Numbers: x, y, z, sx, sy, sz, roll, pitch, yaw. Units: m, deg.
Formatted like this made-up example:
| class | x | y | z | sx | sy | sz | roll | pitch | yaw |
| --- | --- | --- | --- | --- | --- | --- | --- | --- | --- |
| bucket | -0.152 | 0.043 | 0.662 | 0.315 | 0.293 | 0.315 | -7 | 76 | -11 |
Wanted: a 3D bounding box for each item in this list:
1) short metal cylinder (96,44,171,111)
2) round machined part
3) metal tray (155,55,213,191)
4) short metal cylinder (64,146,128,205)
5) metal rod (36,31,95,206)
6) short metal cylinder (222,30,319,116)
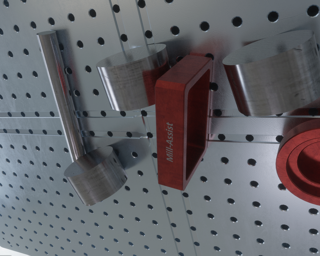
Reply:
| class | x | y | z | sx | sy | sz | roll | pitch | yaw |
| --- | --- | --- | --- | --- | --- | --- | --- | --- | --- |
| short metal cylinder | -0.026 | -0.059 | 0.353 | 0.080 | 0.080 | 0.050 | -2 | 118 | 29 |
| round machined part | 0.177 | 0.032 | 0.327 | 0.098 | 0.042 | 0.097 | 13 | 124 | 21 |
| metal tray | 0.029 | -0.006 | 0.350 | 0.030 | 0.090 | 0.129 | 12 | 124 | 22 |
| short metal cylinder | -0.096 | 0.070 | 0.470 | 0.080 | 0.080 | 0.050 | -13 | 111 | 33 |
| metal rod | -0.138 | 0.002 | 0.485 | 0.025 | 0.025 | 0.298 | 8 | 122 | 24 |
| short metal cylinder | 0.105 | -0.052 | 0.288 | 0.080 | 0.080 | 0.050 | -10 | 113 | 32 |
